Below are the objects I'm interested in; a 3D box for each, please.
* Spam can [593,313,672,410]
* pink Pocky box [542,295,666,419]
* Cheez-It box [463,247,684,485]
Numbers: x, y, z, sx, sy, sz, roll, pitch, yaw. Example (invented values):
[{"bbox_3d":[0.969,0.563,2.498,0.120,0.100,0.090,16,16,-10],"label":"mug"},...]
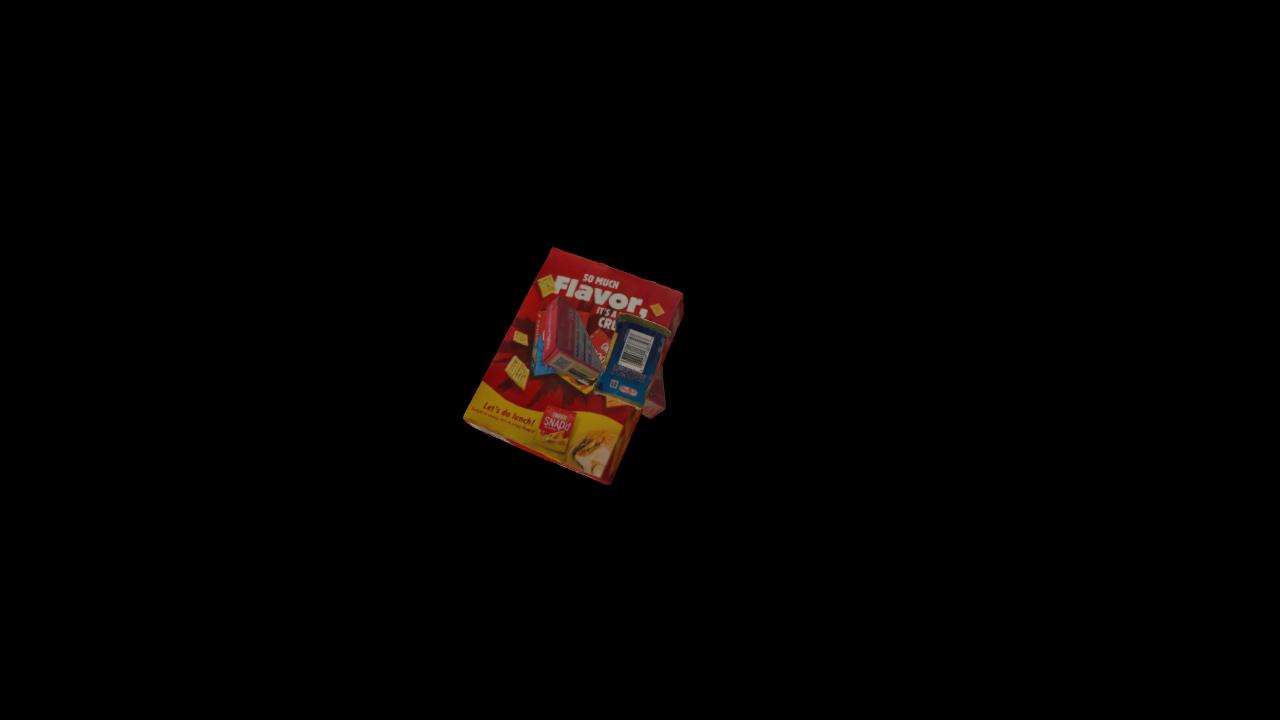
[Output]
[{"bbox_3d":[-0.012,0.004,0.647,0.058,0.085,0.101,20,-7,-4],"label":"Spam can"},{"bbox_3d":[-0.037,-0.002,0.680,0.155,0.084,0.029,30,-53,-32],"label":"pink Pocky box"},{"bbox_3d":[-0.067,0.003,0.683,0.166,0.223,0.071,21,-14,11],"label":"Cheez-It box"}]
